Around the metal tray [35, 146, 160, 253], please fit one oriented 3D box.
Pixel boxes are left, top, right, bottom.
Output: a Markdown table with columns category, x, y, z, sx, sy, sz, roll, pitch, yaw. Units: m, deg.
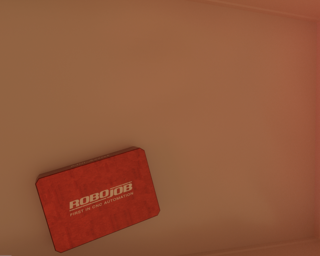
| category | x | y | z | sx | sy | sz | roll | pitch | yaw |
| --- | --- | --- | --- | --- | --- | --- | --- | --- | --- |
| metal tray | -0.074 | 0.083 | 0.381 | 0.131 | 0.030 | 0.090 | -16 | 96 | -19 |
